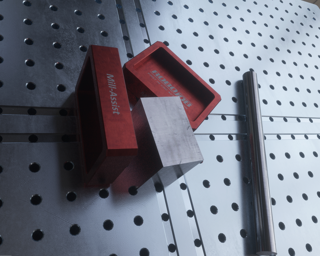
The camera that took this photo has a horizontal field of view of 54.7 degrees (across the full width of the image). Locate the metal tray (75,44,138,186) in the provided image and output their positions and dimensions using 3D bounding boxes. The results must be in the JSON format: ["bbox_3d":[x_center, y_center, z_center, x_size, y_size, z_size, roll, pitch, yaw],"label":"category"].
[{"bbox_3d":[-0.064,-0.013,0.339,0.030,0.090,0.130,0,62,-27],"label":"metal tray"}]

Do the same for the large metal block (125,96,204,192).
[{"bbox_3d":[-0.004,0.019,0.359,0.050,0.080,0.080,-5,65,-31],"label":"large metal block"}]

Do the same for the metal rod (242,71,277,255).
[{"bbox_3d":[0.146,0.032,0.467,0.025,0.025,0.300,19,54,-18],"label":"metal rod"}]

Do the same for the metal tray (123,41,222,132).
[{"bbox_3d":[0.016,-0.058,0.448,0.130,0.030,0.090,43,51,1],"label":"metal tray"}]
